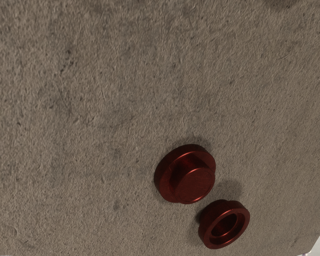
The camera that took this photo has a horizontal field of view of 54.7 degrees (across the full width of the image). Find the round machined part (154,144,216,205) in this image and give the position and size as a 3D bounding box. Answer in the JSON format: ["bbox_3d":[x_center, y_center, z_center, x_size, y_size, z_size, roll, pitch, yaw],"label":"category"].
[{"bbox_3d":[0.044,0.076,0.469,0.099,0.042,0.097,-14,125,-21],"label":"round machined part"}]

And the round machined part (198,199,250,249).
[{"bbox_3d":[0.111,0.169,0.564,0.099,0.042,0.097,-14,125,-21],"label":"round machined part"}]
